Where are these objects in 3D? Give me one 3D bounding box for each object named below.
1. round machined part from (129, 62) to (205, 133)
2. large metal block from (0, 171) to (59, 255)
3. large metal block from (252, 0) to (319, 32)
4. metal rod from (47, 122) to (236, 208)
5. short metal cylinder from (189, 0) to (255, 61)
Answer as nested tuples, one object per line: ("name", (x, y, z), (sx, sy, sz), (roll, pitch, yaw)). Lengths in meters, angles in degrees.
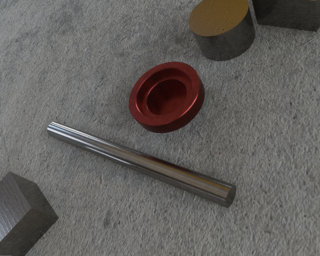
("round machined part", (0.012, -0.036, 0.407), (0.098, 0.042, 0.098), (-13, 56, 20))
("large metal block", (-0.198, 0.120, 0.416), (0.080, 0.050, 0.080), (-48, 52, -6))
("large metal block", (0.178, -0.178, 0.404), (0.080, 0.050, 0.080), (23, 74, 36))
("metal rod", (-0.046, 0.036, 0.404), (0.300, 0.025, 0.025), (16, 70, 34))
("short metal cylinder", (0.086, -0.140, 0.428), (0.080, 0.050, 0.080), (-13, 56, 20))
